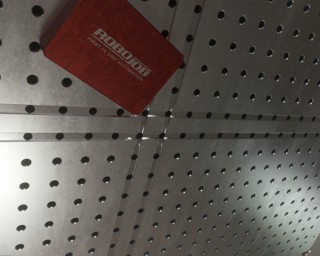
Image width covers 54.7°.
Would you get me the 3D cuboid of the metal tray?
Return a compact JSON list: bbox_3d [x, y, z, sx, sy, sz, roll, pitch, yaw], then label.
[{"bbox_3d":[-0.046,-0.082,0.333,0.130,0.030,0.090,34,99,-39],"label":"metal tray"}]
